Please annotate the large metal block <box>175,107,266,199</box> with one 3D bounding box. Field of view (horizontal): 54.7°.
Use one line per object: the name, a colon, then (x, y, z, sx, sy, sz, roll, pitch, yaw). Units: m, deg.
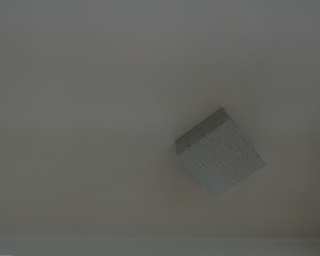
large metal block: (0.077, 0.032, 0.411, 0.080, 0.050, 0.080, -37, 106, 12)
